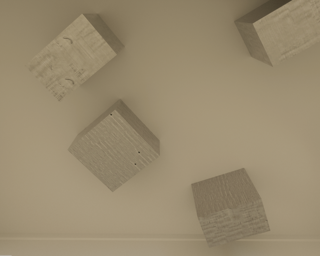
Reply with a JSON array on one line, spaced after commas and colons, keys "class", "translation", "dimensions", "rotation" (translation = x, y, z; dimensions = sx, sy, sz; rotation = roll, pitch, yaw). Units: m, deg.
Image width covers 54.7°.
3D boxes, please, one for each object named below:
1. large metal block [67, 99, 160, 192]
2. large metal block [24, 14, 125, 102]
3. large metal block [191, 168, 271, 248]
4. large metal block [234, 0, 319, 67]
[{"class": "large metal block", "translation": [-0.057, 0.022, 0.405], "dimensions": [0.080, 0.050, 0.080], "rotation": [-39, 106, 12]}, {"class": "large metal block", "translation": [-0.091, -0.082, 0.350], "dimensions": [0.080, 0.080, 0.050], "rotation": [-37, 106, 12]}, {"class": "large metal block", "translation": [0.092, 0.106, 0.422], "dimensions": [0.080, 0.080, 0.050], "rotation": [-18, 109, 6]}, {"class": "large metal block", "translation": [0.138, -0.116, 0.341], "dimensions": [0.080, 0.080, 0.050], "rotation": [-29, 108, 10]}]
